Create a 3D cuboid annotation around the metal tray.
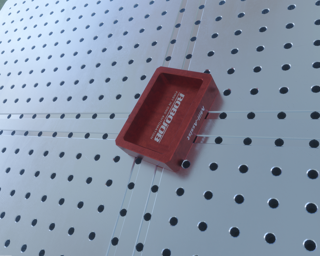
[{"bbox_3d":[0.009,-0.017,0.411,0.090,0.030,0.130,17,70,34],"label":"metal tray"}]
